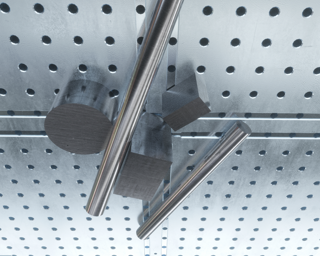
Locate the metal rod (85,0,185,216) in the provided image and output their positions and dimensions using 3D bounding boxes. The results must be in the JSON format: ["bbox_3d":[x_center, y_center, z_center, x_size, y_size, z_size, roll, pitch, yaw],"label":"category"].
[{"bbox_3d":[-0.032,-0.021,0.345,0.025,0.025,0.298,17,113,-14],"label":"metal rod"}]

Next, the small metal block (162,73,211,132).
[{"bbox_3d":[0.030,-0.031,0.369,0.050,0.050,0.025,-30,124,23],"label":"small metal block"}]

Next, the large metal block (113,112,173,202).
[{"bbox_3d":[-0.023,0.036,0.406,0.050,0.080,0.079,15,128,-13],"label":"large metal block"}]

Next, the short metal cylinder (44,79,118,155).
[{"bbox_3d":[-0.095,-0.013,0.383,0.081,0.050,0.079,0,130,0],"label":"short metal cylinder"}]

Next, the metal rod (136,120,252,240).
[{"bbox_3d":[0.039,0.098,0.495,0.025,0.025,0.298,23,126,-18],"label":"metal rod"}]
